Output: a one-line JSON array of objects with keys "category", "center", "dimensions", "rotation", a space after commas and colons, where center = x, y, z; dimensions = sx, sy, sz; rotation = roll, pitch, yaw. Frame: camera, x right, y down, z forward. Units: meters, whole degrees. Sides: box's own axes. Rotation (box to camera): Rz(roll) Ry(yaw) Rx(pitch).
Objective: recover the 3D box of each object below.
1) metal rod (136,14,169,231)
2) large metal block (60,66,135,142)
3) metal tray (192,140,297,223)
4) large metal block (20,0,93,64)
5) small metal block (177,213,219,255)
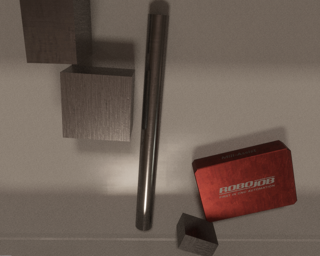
[{"category": "metal rod", "center": [-0.013, 0.007, 0.413], "dimensions": [0.025, 0.025, 0.298], "rotation": [4, 110, -2]}, {"category": "large metal block", "center": [-0.075, -0.032, 0.385], "dimensions": [0.081, 0.050, 0.079], "rotation": [4, 110, -2]}, {"category": "metal tray", "center": [0.119, 0.076, 0.439], "dimensions": [0.131, 0.030, 0.089], "rotation": [-14, 110, 4]}, {"category": "large metal block", "center": [-0.109, -0.116, 0.338], "dimensions": [0.050, 0.080, 0.079], "rotation": [1, 110, -1]}, {"category": "small metal block", "center": [0.054, 0.157, 0.457], "dimensions": [0.050, 0.050, 0.025], "rotation": [20, 109, -8]}]
